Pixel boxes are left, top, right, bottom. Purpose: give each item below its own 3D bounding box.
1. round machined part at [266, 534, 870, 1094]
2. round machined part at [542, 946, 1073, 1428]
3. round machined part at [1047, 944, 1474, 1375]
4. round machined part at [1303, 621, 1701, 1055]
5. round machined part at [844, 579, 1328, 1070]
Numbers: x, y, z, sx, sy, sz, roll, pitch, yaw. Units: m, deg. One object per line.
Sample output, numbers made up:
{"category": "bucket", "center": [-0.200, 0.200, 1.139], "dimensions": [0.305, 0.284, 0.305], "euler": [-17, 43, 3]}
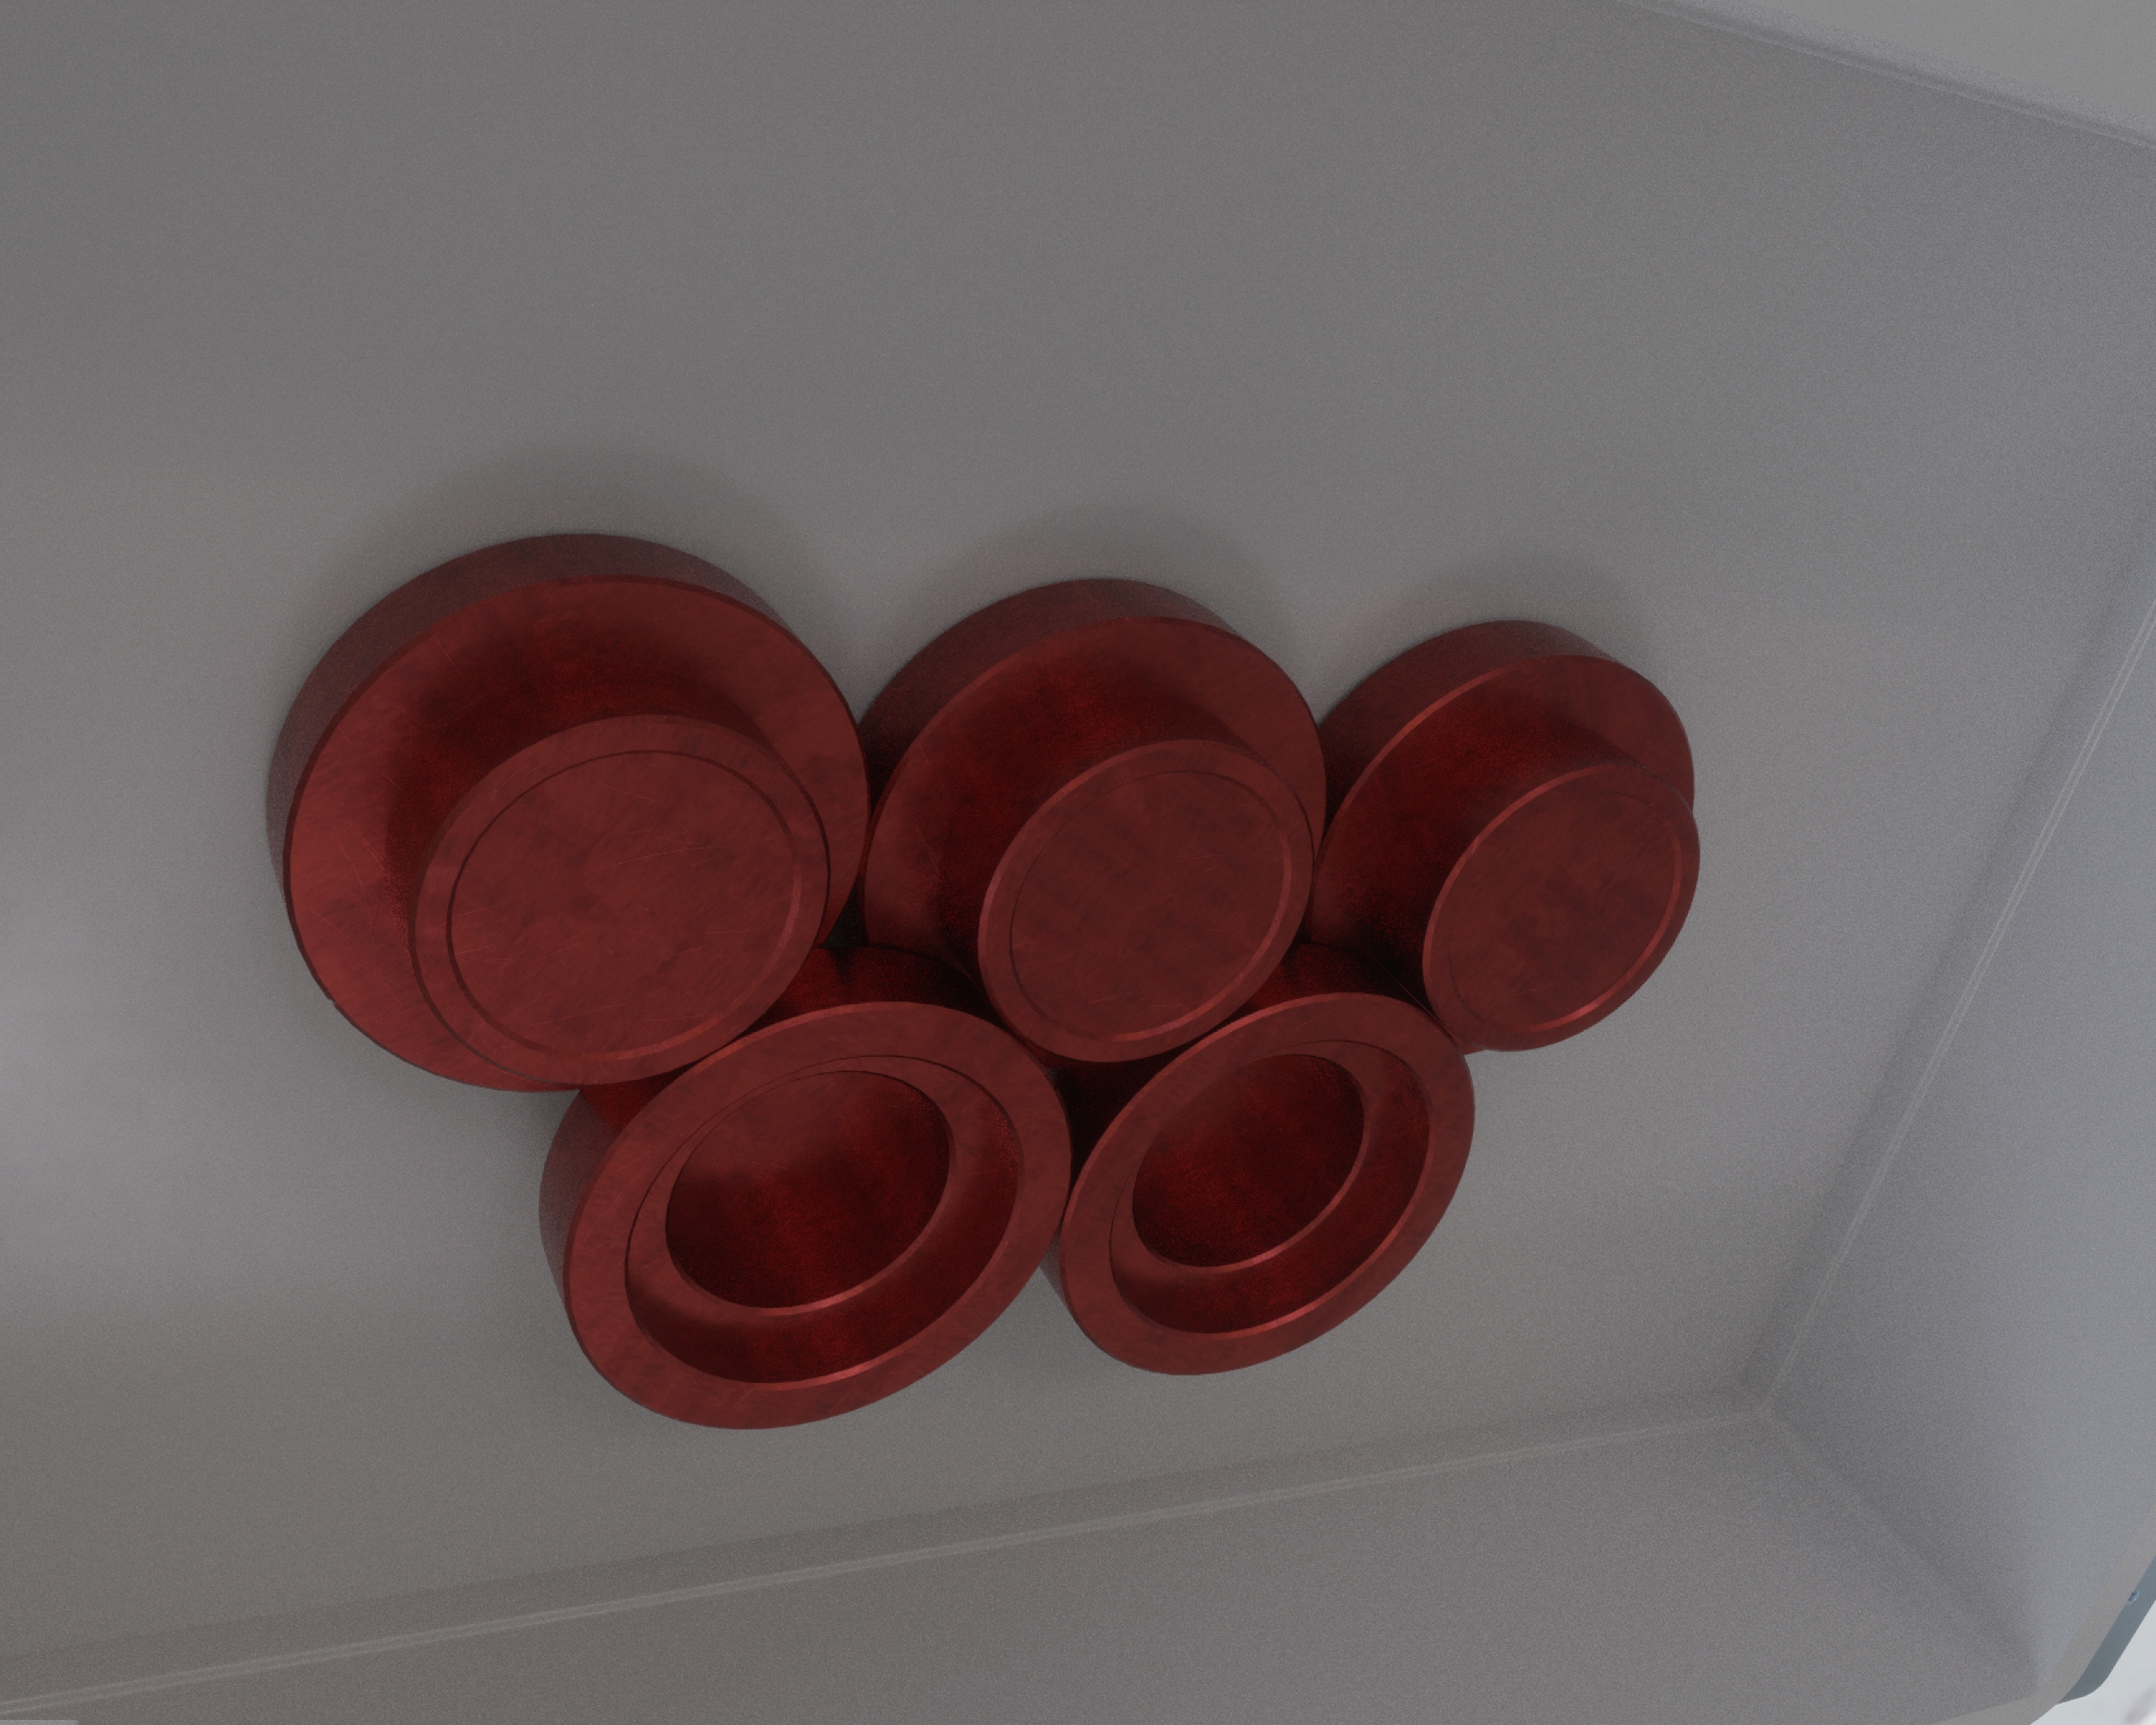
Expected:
{"category": "round machined part", "center": [-0.081, -0.002, 0.349], "dimensions": [0.099, 0.042, 0.097], "euler": [-14, 124, -22]}
{"category": "round machined part", "center": [-0.054, 0.057, 0.401], "dimensions": [0.099, 0.042, 0.097], "euler": [-14, 124, -21]}
{"category": "round machined part", "center": [0.032, 0.059, 0.449], "dimensions": [0.099, 0.042, 0.097], "euler": [-14, 124, -21]}
{"category": "round machined part", "center": [0.092, 0.001, 0.445], "dimensions": [0.099, 0.042, 0.097], "euler": [-13, 123, -21]}
{"category": "round machined part", "center": [0.005, -0.001, 0.397], "dimensions": [0.099, 0.042, 0.097], "euler": [-13, 123, -21]}
